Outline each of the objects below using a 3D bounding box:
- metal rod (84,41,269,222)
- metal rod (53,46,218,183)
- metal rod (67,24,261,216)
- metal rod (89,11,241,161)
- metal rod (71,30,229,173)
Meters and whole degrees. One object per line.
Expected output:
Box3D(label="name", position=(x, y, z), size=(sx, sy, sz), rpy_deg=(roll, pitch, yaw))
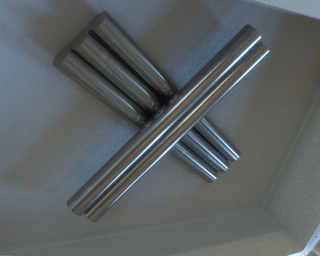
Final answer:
Box3D(label="metal rod", position=(0.018, 0.005, 0.387), size=(0.300, 0.025, 0.025), rpy_deg=(-45, 129, 3))
Box3D(label="metal rod", position=(-0.008, 0.003, 0.403), size=(0.025, 0.025, 0.301), rpy_deg=(-47, 129, 4))
Box3D(label="metal rod", position=(0.003, -0.007, 0.371), size=(0.300, 0.025, 0.025), rpy_deg=(-45, 129, 3))
Box3D(label="metal rod", position=(0.028, -0.032, 0.402), size=(0.025, 0.025, 0.301), rpy_deg=(-47, 129, 4))
Box3D(label="metal rod", position=(0.010, -0.014, 0.403), size=(0.025, 0.025, 0.301), rpy_deg=(-47, 129, 4))
